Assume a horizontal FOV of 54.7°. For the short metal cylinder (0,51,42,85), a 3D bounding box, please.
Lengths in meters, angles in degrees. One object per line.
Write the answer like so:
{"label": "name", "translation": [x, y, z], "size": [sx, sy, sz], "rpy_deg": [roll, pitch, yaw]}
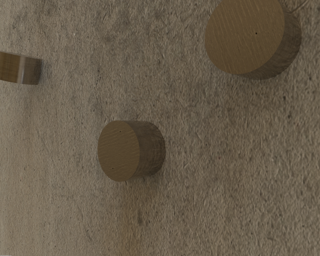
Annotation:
{"label": "short metal cylinder", "translation": [-0.273, -0.116, 0.595], "size": [0.080, 0.081, 0.050], "rpy_deg": [20, 103, 38]}

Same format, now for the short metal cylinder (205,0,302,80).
{"label": "short metal cylinder", "translation": [0.093, -0.091, 0.312], "size": [0.080, 0.050, 0.080], "rpy_deg": [0, 90, 40]}

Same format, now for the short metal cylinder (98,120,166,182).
{"label": "short metal cylinder", "translation": [-0.039, 0.030, 0.421], "size": [0.080, 0.050, 0.080], "rpy_deg": [0, 90, 40]}
